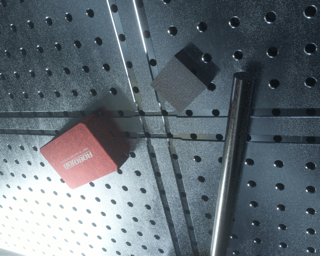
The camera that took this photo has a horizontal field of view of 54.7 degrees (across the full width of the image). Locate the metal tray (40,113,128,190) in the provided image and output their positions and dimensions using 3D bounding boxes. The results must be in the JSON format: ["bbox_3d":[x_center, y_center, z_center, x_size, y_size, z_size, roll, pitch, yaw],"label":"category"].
[{"bbox_3d":[-0.125,0.042,0.498,0.130,0.030,0.090,-27,104,37],"label":"metal tray"}]

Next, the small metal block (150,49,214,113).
[{"bbox_3d":[0.025,-0.054,0.364,0.050,0.025,0.050,43,129,-2],"label":"small metal block"}]

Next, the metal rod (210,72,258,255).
[{"bbox_3d":[0.091,0.072,0.406,0.025,0.025,0.298,13,124,20],"label":"metal rod"}]
